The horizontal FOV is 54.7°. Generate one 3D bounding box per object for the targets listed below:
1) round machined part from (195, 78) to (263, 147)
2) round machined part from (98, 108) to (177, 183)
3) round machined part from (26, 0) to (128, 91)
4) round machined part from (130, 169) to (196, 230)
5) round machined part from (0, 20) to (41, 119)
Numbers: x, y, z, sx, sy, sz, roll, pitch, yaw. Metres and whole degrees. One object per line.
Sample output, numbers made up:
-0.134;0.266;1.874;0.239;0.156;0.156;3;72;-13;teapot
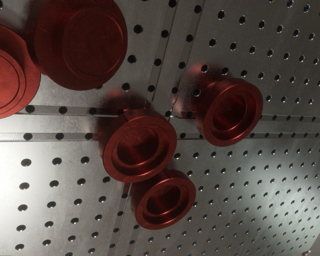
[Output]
0.092;-0.025;0.437;0.099;0.042;0.097;-14;125;-21;round machined part
-0.031;0.018;0.396;0.099;0.042;0.097;-14;125;-21;round machined part
-0.070;-0.082;0.296;0.099;0.042;0.097;-22;124;-35;round machined part
0.002;0.102;0.466;0.099;0.042;0.097;-14;125;-21;round machined part
-0.161;-0.049;0.282;0.099;0.042;0.097;-14;125;-21;round machined part
